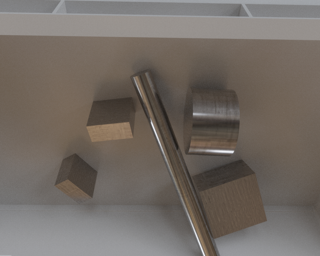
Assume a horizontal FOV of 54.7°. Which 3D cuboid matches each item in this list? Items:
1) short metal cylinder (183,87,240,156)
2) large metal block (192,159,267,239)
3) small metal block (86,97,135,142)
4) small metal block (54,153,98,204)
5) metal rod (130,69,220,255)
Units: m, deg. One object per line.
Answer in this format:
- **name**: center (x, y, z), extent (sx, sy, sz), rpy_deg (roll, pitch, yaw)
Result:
- **short metal cylinder**: center (0.058, -0.007, 0.368), extent (0.050, 0.080, 0.079), rpy_deg (3, 130, -3)
- **large metal block**: center (0.101, 0.103, 0.455), extent (0.080, 0.050, 0.080), rpy_deg (-19, 107, -1)
- **small metal block**: center (-0.059, -0.011, 0.382), extent (0.050, 0.050, 0.025), rpy_deg (-6, 130, 4)
- **small metal block**: center (-0.121, 0.074, 0.454), extent (0.025, 0.050, 0.050), rpy_deg (-27, 126, 20)
- **metal rod**: center (0.028, 0.068, 0.407), extent (0.025, 0.025, 0.298), rpy_deg (-17, 110, 13)
